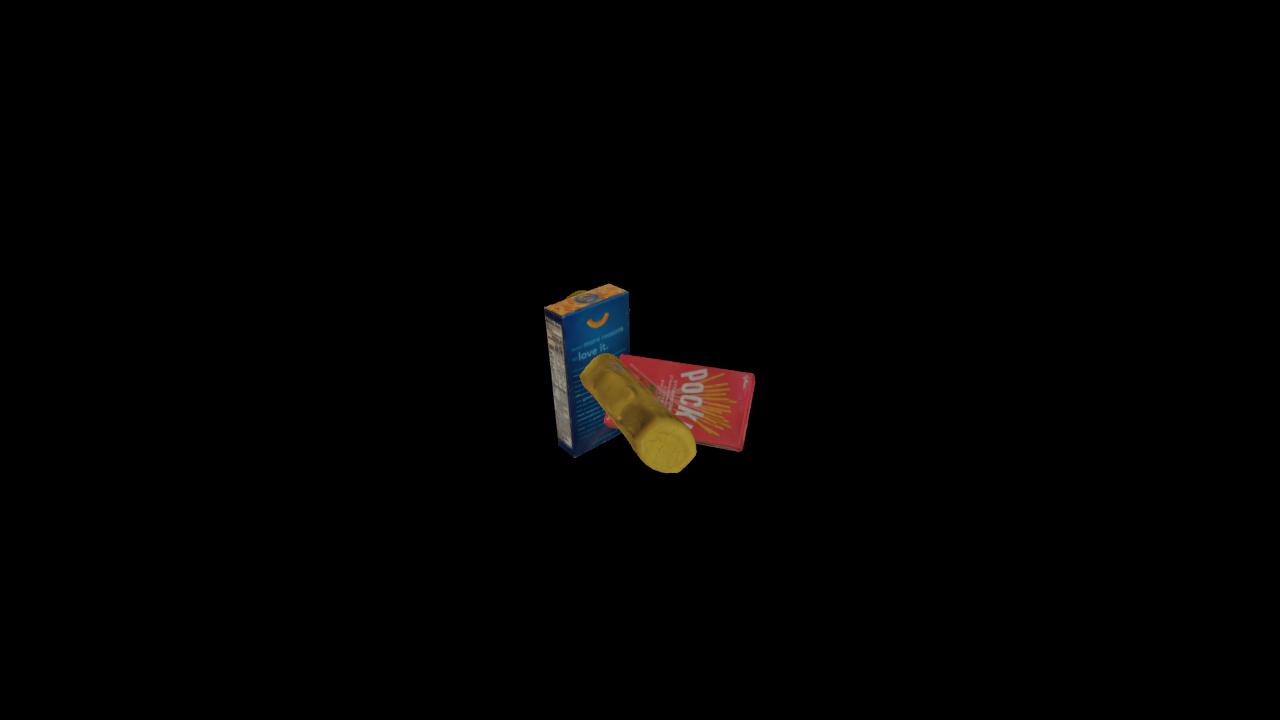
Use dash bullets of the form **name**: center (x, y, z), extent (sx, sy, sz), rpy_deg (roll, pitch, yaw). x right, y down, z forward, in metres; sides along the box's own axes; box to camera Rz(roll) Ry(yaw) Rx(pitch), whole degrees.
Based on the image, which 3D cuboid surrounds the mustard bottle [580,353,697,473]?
- **mustard bottle**: center (-0.018, 0.038, 0.648), extent (0.092, 0.054, 0.184), rpy_deg (36, 7, -45)

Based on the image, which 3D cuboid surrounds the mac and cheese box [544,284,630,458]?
- **mac and cheese box**: center (-0.055, 0.014, 0.700), extent (0.093, 0.184, 0.041), rpy_deg (-24, 37, -35)

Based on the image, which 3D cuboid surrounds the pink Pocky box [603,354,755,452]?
- **pink Pocky box**: center (0.043, 0.045, 0.673), extent (0.155, 0.084, 0.029), rpy_deg (9, -15, 17)

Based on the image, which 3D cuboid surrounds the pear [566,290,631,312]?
- **pear**: center (-0.053, -0.048, 0.733), extent (0.080, 0.080, 0.111), rpy_deg (0, -4, -25)
